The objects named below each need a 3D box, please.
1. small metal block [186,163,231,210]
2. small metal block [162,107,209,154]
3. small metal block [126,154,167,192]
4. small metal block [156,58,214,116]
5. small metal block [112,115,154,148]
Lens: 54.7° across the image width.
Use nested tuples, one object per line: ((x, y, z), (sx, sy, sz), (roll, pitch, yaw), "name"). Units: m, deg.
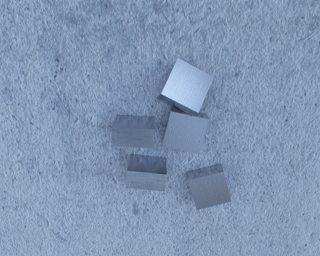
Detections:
((0.069, 0.083, 0.441), (0.050, 0.025, 0.050), (-16, 110, 5), "small metal block")
((0.033, 0.002, 0.411), (0.050, 0.025, 0.050), (12, 110, -5), "small metal block")
((-0.018, 0.059, 0.418), (0.050, 0.050, 0.025), (6, 110, -3), "small metal block")
((0.031, -0.049, 0.380), (0.050, 0.025, 0.050), (26, 77, -10), "small metal block")
((-0.033, 0.003, 0.397), (0.050, 0.050, 0.025), (3, 110, -1), "small metal block")
